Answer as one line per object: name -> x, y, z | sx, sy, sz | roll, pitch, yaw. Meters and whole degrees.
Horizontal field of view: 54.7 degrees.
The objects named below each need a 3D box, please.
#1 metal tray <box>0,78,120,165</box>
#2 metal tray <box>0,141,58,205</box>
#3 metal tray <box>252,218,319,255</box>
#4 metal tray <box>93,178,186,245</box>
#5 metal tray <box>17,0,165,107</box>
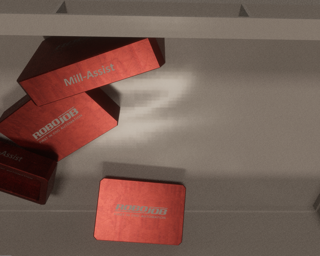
metal tray -> -0.128, -0.012, 0.394 | 0.130, 0.030, 0.090 | -30, 125, 22
metal tray -> -0.213, 0.057, 0.426 | 0.131, 0.030, 0.089 | 21, 140, -8
metal tray -> 0.262, 0.232, 0.609 | 0.130, 0.030, 0.090 | -35, 123, 25
metal tray -> -0.030, 0.126, 0.475 | 0.131, 0.090, 0.030 | 6, 171, -6
metal tray -> -0.062, -0.075, 0.301 | 0.130, 0.090, 0.030 | -16, 129, 12
